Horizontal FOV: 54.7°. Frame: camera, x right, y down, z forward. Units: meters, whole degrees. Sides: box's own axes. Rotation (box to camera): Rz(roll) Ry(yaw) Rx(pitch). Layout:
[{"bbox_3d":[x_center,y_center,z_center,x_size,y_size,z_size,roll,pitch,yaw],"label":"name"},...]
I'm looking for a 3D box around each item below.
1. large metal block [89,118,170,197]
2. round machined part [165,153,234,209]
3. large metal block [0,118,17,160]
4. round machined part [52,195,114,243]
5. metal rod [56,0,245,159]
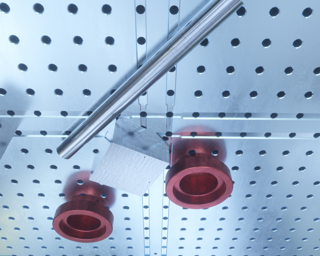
[{"bbox_3d":[-0.042,0.042,0.431,0.080,0.050,0.080,22,127,-18],"label":"large metal block"},{"bbox_3d":[0.057,0.076,0.466,0.099,0.042,0.097,0,130,0],"label":"round machined part"},{"bbox_3d":[-0.244,0.033,0.401,0.080,0.080,0.050,-34,122,25],"label":"large metal block"},{"bbox_3d":[-0.128,0.151,0.528,0.099,0.042,0.097,0,130,0],"label":"round machined part"},{"bbox_3d":[-0.030,-0.048,0.369,0.025,0.025,0.299,37,121,-27],"label":"metal rod"}]
